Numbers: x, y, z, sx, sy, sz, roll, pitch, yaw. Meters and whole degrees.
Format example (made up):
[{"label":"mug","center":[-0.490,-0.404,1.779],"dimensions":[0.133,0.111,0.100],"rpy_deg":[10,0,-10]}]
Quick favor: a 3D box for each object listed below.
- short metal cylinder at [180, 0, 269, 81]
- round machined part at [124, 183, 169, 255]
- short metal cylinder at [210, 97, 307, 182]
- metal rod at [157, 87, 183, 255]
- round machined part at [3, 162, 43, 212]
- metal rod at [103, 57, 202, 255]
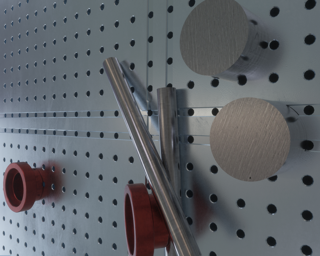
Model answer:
[{"label":"short metal cylinder","center":[0.069,-0.094,0.336],"dimensions":[0.080,0.050,0.080],"rpy_deg":[0,90,40]},{"label":"round machined part","center":[-0.018,0.119,0.394],"dimensions":[0.098,0.042,0.097],"rpy_deg":[178,89,-75]},{"label":"short metal cylinder","center":[0.098,0.011,0.312],"dimensions":[0.080,0.050,0.080],"rpy_deg":[0,90,40]},{"label":"metal rod","center":[0.016,0.098,0.396],"dimensions":[0.025,0.025,0.298],"rpy_deg":[-5,87,40]},{"label":"round machined part","center":[-0.273,0.117,0.624],"dimensions":[0.098,0.042,0.097],"rpy_deg":[0,90,40]},{"label":"metal rod","center":[-0.021,0.021,0.400],"dimensions":[0.025,0.025,0.299],"rpy_deg":[-44,56,31]}]
